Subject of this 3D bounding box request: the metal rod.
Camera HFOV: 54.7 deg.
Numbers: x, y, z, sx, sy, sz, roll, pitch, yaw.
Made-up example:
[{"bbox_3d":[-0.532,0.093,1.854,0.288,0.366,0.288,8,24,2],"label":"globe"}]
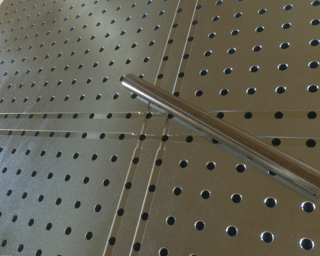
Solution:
[{"bbox_3d":[0.054,-0.008,0.384,0.300,0.025,0.025,32,79,37],"label":"metal rod"}]
